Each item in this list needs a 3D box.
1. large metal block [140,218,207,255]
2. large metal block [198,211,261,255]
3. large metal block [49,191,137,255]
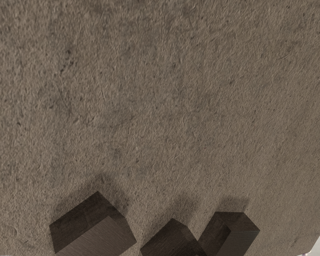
[{"bbox_3d":[0.025,0.215,0.520,0.080,0.080,0.050,-45,130,3],"label":"large metal block"},{"bbox_3d":[0.131,0.209,0.595,0.081,0.050,0.079,12,112,-34],"label":"large metal block"},{"bbox_3d":[-0.092,0.149,0.434,0.080,0.050,0.080,-36,129,-5],"label":"large metal block"}]
